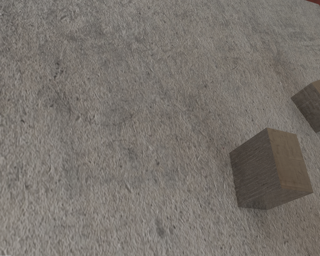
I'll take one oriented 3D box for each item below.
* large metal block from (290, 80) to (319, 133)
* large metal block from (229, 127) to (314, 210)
[{"bbox_3d":[0.308,-0.046,0.581,0.081,0.050,0.080,-19,72,-35],"label":"large metal block"},{"bbox_3d":[0.142,0.057,0.410,0.050,0.080,0.080,12,57,-22],"label":"large metal block"}]
